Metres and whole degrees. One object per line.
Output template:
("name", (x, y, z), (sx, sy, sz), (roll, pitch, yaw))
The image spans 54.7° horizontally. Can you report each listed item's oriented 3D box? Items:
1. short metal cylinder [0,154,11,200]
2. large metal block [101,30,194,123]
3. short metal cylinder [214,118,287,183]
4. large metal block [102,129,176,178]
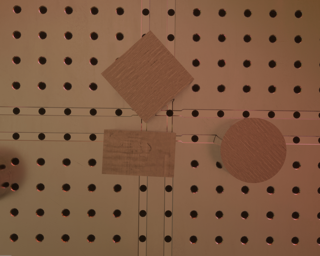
("short metal cylinder", (-0.244, 0.067, 0.399), (0.081, 0.050, 0.080), (0, 90, 0))
("large metal block", (-0.015, -0.063, 0.401), (0.080, 0.050, 0.080), (-42, 90, 0))
("short metal cylinder", (0.114, 0.027, 0.402), (0.081, 0.050, 0.080), (0, 90, 0))
("large metal block", (-0.023, 0.028, 0.386), (0.080, 0.080, 0.050), (3, 90, 0))
